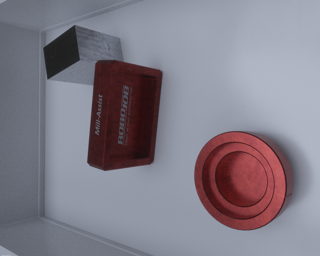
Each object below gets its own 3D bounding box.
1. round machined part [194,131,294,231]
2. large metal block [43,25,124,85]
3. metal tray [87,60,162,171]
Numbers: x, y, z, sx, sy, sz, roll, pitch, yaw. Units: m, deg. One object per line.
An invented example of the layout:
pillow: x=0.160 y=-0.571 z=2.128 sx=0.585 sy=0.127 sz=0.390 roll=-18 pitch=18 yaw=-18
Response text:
round machined part: x=0.088 y=0.052 z=0.322 sx=0.098 sy=0.042 sz=0.097 roll=0 pitch=90 yaw=39
large metal block: x=-0.113 y=-0.104 z=0.461 sx=0.080 sy=0.081 sz=0.050 roll=-17 pitch=80 yaw=38
metal tray: x=-0.043 y=-0.016 z=0.397 sx=0.030 sy=0.091 sz=0.129 roll=10 pitch=96 yaw=39
